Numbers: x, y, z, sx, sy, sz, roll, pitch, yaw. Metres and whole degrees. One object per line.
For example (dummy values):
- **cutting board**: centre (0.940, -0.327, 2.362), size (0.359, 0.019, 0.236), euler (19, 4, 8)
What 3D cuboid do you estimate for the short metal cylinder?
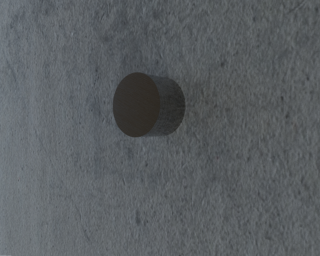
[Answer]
- **short metal cylinder**: centre (-0.015, -0.028, 0.399), size (0.080, 0.050, 0.079), euler (0, 90, 39)
